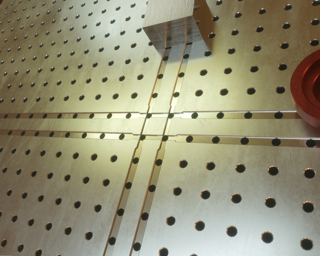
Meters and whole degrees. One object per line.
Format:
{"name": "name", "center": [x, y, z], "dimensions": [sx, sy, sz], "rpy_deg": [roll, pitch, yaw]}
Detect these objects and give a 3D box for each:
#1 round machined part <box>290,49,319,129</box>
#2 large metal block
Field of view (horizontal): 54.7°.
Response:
{"name": "round machined part", "center": [0.190, -0.037, 0.321], "dimensions": [0.098, 0.042, 0.098], "rpy_deg": [-13, 56, 20]}
{"name": "large metal block", "center": [0.025, -0.177, 0.487], "dimensions": [0.080, 0.050, 0.080], "rpy_deg": [-5, 59, 25]}
